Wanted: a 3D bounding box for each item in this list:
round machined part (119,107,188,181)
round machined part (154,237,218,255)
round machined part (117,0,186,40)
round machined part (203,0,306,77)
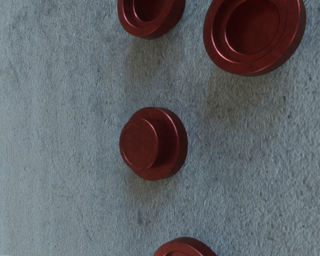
[{"bbox_3d":[-0.015,0.021,0.407,0.098,0.042,0.097,0,90,40],"label":"round machined part"},{"bbox_3d":[0.039,0.177,0.362,0.098,0.042,0.097,0,90,40],"label":"round machined part"},{"bbox_3d":[-0.006,-0.163,0.399,0.098,0.042,0.097,0,90,40],"label":"round machined part"},{"bbox_3d":[0.096,-0.101,0.314,0.098,0.042,0.097,0,90,40],"label":"round machined part"}]
